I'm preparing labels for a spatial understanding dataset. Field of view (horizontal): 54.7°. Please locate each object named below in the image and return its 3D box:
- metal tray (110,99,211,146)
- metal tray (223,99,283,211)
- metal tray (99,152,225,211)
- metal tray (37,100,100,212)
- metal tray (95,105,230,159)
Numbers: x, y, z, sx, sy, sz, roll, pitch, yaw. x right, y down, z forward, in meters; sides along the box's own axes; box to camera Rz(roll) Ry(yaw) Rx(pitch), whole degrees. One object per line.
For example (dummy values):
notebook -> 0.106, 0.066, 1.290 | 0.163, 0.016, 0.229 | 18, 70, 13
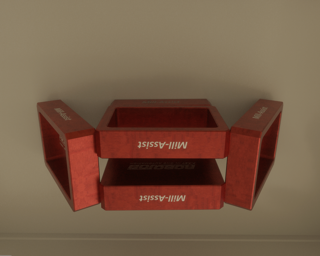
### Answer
metal tray -> 0.002, 0.009, 0.410 | 0.131, 0.030, 0.089 | -1, 110, -1
metal tray -> 0.113, 0.024, 0.365 | 0.030, 0.131, 0.089 | 12, 113, 27
metal tray -> 0.002, 0.058, 0.364 | 0.131, 0.090, 0.030 | 0, 110, -1
metal tray -> -0.110, 0.026, 0.364 | 0.030, 0.130, 0.089 | -12, 114, -30
metal tray -> 0.003, 0.001, 0.343 | 0.131, 0.090, 0.030 | 0, 110, -1
